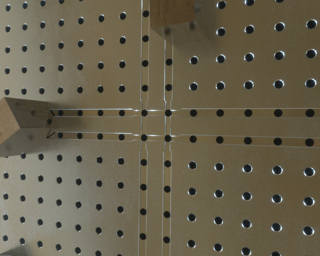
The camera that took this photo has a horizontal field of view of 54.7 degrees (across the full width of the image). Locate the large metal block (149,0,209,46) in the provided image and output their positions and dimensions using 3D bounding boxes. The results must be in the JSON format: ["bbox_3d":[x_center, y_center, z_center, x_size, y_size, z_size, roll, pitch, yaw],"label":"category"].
[{"bbox_3d":[0.025,-0.152,0.374,0.050,0.080,0.079,-3,89,20],"label":"large metal block"}]

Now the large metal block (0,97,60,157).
[{"bbox_3d":[-0.213,0.001,0.457,0.080,0.080,0.050,-34,79,16],"label":"large metal block"}]

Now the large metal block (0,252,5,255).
[{"bbox_3d":[-0.277,0.263,0.495,0.080,0.050,0.080,-38,78,15],"label":"large metal block"}]
